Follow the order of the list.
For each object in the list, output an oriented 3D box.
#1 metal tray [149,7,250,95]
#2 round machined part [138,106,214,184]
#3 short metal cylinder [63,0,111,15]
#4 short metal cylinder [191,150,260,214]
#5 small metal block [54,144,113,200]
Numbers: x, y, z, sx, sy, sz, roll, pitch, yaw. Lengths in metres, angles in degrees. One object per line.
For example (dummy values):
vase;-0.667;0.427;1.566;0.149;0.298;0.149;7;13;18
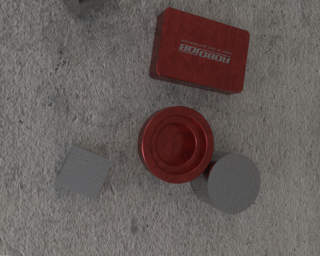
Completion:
metal tray;0.056;-0.102;0.427;0.131;0.030;0.089;9;87;-20
round machined part;0.018;0.021;0.407;0.099;0.042;0.097;0;90;-20
short metal cylinder;-0.089;-0.176;0.347;0.050;0.080;0.080;-33;101;-17
short metal cylinder;0.090;0.073;0.429;0.081;0.050;0.080;0;90;-20
small metal block;-0.093;0.053;0.375;0.050;0.025;0.050;26;81;-18
